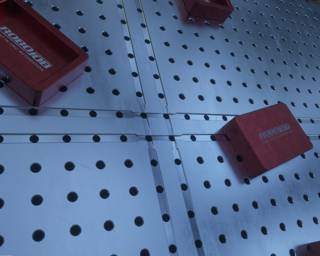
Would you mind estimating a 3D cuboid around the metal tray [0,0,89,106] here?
[{"bbox_3d":[-0.165,-0.098,0.375,0.130,0.030,0.090,40,51,-1],"label":"metal tray"}]

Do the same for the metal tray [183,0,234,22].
[{"bbox_3d":[0.084,-0.276,0.617,0.091,0.030,0.130,-1,62,-29],"label":"metal tray"}]

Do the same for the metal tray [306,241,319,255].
[{"bbox_3d":[0.242,0.222,0.399,0.130,0.030,0.090,45,51,3],"label":"metal tray"}]

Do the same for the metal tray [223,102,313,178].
[{"bbox_3d":[0.172,0.015,0.488,0.131,0.030,0.090,-16,70,-34],"label":"metal tray"}]
